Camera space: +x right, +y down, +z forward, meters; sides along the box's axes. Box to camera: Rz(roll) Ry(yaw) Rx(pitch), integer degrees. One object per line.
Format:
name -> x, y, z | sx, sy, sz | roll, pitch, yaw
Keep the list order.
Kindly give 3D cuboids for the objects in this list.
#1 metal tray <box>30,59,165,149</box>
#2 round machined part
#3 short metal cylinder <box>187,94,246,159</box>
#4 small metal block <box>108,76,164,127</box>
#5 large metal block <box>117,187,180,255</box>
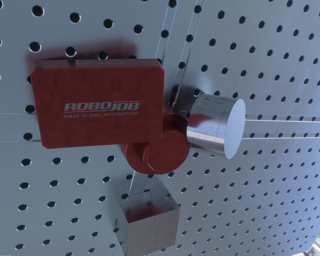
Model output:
metal tray -> -0.063, -0.027, 0.336 | 0.131, 0.030, 0.089 | -3, 119, -11
round machined part -> 0.001, 0.024, 0.417 | 0.099, 0.042, 0.097 | -14, 125, -21
short metal cylinder -> 0.077, -0.003, 0.414 | 0.080, 0.050, 0.079 | -31, 127, -52
small metal block -> -0.030, -0.031, 0.377 | 0.050, 0.025, 0.050 | -32, 129, -8
large metal block -> -0.020, 0.146, 0.476 | 0.081, 0.050, 0.079 | -10, 123, -24
